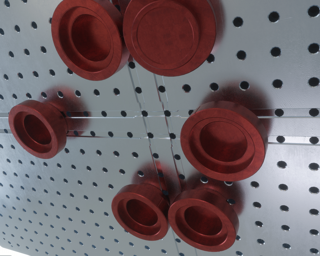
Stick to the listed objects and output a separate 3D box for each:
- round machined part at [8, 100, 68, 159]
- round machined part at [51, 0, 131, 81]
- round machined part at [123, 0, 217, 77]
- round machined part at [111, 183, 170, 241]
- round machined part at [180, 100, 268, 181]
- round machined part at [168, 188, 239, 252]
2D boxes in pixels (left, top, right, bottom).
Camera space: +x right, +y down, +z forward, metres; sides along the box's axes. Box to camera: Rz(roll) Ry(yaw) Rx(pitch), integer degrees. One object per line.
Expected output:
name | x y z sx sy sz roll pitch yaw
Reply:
round machined part | -0.190 -0.002 0.501 0.098 0.042 0.097 13 124 21
round machined part | -0.077 -0.110 0.374 0.098 0.042 0.097 13 124 21
round machined part | 0.009 -0.099 0.321 0.098 0.042 0.097 5 120 9
round machined part | -0.024 0.128 0.493 0.098 0.042 0.097 13 124 21
round machined part | 0.077 0.012 0.367 0.098 0.042 0.097 13 124 21
round machined part | 0.064 0.126 0.445 0.098 0.042 0.097 13 124 21
